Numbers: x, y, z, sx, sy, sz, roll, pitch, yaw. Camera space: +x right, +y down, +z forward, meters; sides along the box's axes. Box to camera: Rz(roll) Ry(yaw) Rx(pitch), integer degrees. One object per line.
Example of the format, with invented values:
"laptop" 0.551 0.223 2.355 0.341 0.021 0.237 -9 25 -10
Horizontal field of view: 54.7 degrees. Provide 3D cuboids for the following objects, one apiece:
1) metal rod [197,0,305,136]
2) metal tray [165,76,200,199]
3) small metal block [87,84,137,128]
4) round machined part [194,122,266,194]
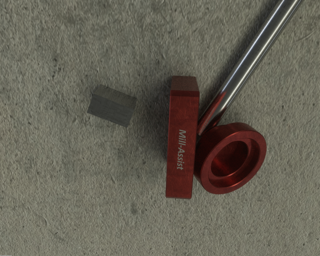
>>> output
"metal rod" 0.130 -0.114 0.369 0.025 0.025 0.298 29 107 -11
"metal tray" 0.026 0.008 0.377 0.030 0.090 0.129 3 110 3
"small metal block" -0.058 -0.028 0.385 0.050 0.050 0.025 21 109 -8
"round machined part" 0.085 0.035 0.402 0.099 0.042 0.097 -14 125 -20
